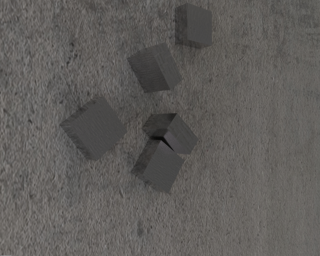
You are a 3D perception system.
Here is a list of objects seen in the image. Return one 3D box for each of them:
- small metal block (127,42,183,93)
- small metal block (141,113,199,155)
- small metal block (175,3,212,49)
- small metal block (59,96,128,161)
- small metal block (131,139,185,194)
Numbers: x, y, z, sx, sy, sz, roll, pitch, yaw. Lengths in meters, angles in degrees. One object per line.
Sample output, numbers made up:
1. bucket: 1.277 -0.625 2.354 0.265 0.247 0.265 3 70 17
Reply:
1. small metal block: -0.007 -0.073 0.382 0.025 0.050 0.050 -42 116 -32
2. small metal block: 0.013 0.008 0.399 0.050 0.050 0.025 48 61 -29
3. small metal block: 0.048 -0.145 0.445 0.050 0.025 0.050 0 90 -40
4. small metal block: -0.072 0.000 0.344 0.050 0.025 0.050 -46 118 -30
5. small metal block: -0.002 0.050 0.403 0.050 0.025 0.050 42 65 -32
